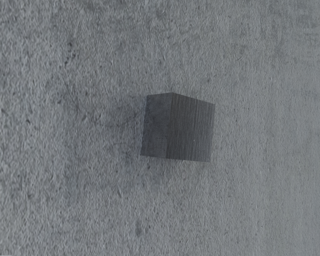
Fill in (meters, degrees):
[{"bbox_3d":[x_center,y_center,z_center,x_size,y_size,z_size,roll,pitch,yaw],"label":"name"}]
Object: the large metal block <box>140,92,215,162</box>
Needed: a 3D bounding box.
[{"bbox_3d":[0.025,0.002,0.413,0.081,0.050,0.080,10,84,-40],"label":"large metal block"}]
